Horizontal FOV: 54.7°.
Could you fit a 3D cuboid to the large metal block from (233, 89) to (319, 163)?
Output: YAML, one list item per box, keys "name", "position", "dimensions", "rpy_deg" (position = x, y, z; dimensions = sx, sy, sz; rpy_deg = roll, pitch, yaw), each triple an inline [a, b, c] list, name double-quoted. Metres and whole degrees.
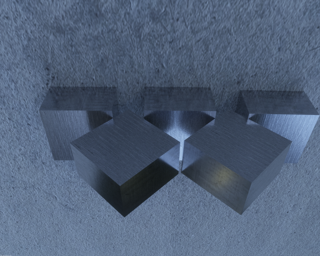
- name: "large metal block"
  position: [0.139, -0.001, 0.394]
  dimensions: [0.081, 0.050, 0.079]
  rpy_deg: [1, 130, -2]

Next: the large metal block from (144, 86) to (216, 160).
- name: "large metal block"
  position: [0.022, -0.005, 0.389]
  dimensions: [0.081, 0.050, 0.079]
  rpy_deg: [1, 130, -1]

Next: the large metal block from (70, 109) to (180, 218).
- name: "large metal block"
  position: [-0.036, 0.034, 0.335]
  dimensions: [0.081, 0.080, 0.050]
  rpy_deg: [-34, 141, -33]

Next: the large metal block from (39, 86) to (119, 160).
- name: "large metal block"
  position: [-0.094, -0.005, 0.387]
  dimensions: [0.081, 0.050, 0.079]
  rpy_deg: [0, 130, -1]

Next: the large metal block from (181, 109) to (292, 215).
- name: "large metal block"
  position: [0.081, 0.033, 0.339]
  dimensions: [0.080, 0.081, 0.050]
  rpy_deg: [33, 138, 32]
